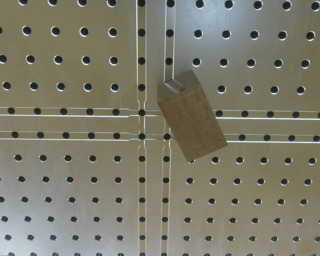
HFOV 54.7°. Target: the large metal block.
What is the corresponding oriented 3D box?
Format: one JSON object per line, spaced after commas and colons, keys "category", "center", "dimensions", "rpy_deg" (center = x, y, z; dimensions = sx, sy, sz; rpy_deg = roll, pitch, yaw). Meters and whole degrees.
{"category": "large metal block", "center": [0.037, -0.018, 0.378], "dimensions": [0.050, 0.080, 0.080], "rpy_deg": [-25, 109, 8]}
